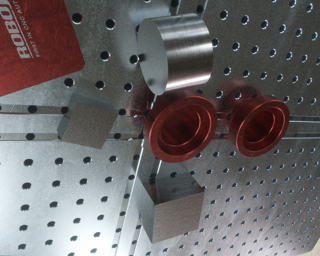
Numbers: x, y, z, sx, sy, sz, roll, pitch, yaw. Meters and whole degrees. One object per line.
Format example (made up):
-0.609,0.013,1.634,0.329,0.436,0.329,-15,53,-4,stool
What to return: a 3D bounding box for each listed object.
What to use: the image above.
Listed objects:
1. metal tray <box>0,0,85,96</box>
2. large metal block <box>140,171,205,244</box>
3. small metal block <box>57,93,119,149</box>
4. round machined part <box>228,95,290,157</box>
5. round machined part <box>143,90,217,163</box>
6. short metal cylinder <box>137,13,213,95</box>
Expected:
-0.131,-0.102,0.273,0.091,0.030,0.129,-23,127,-15,metal tray
0.017,0.122,0.479,0.081,0.050,0.079,-10,123,-23,large metal block
-0.084,-0.007,0.361,0.050,0.025,0.050,16,110,-35,small metal block
0.145,-0.007,0.475,0.099,0.042,0.097,-14,124,-21,round machined part
0.023,-0.006,0.409,0.099,0.042,0.097,-14,124,-21,round machined part
0.014,-0.079,0.334,0.050,0.080,0.079,-15,125,-20,short metal cylinder
